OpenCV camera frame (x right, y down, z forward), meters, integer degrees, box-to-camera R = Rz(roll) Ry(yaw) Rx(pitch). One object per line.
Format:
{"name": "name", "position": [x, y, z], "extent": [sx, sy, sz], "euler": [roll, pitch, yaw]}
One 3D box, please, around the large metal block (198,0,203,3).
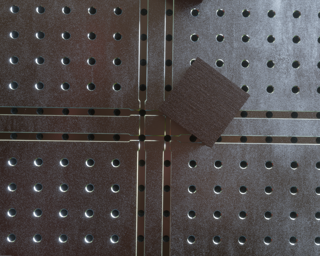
{"name": "large metal block", "position": [0.041, -0.216, 0.386], "extent": [0.080, 0.080, 0.050], "euler": [38, 90, -1]}

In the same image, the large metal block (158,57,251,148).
{"name": "large metal block", "position": [0.054, -0.032, 0.402], "extent": [0.080, 0.050, 0.080], "euler": [37, 90, -1]}
